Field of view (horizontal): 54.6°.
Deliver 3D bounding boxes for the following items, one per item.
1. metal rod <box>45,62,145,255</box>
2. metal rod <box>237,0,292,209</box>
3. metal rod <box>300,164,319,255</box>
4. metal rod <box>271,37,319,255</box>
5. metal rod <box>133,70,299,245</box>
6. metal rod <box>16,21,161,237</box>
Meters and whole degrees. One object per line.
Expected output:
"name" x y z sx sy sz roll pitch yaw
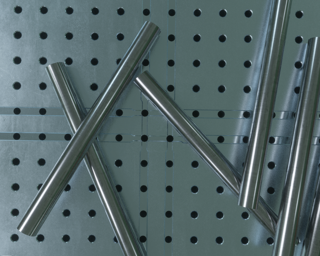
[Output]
"metal rod" -0.082 0.055 0.412 0.025 0.025 0.299 -23 90 0
"metal rod" 0.138 -0.048 0.400 0.025 0.025 0.299 11 85 0
"metal rod" 0.227 0.055 0.414 0.025 0.025 0.299 12 90 0
"metal rod" 0.180 0.029 0.399 0.025 0.025 0.299 12 84 0
"metal rod" 0.074 0.043 0.413 0.025 0.025 0.300 -42 90 0
"metal rod" -0.084 -0.006 0.390 0.025 0.025 0.300 30 81 0
